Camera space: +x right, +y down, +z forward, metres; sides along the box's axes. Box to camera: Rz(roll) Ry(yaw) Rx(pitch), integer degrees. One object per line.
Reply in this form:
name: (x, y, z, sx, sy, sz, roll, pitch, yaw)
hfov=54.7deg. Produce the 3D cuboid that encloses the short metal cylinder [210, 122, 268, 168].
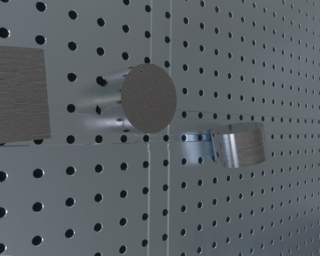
short metal cylinder: (0.121, 0.024, 0.476, 0.081, 0.080, 0.050, -18, 102, -39)

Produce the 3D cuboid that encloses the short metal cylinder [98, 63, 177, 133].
short metal cylinder: (-0.026, -0.034, 0.371, 0.081, 0.050, 0.079, 0, 90, -40)

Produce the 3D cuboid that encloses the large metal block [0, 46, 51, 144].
large metal block: (-0.147, -0.027, 0.270, 0.081, 0.050, 0.079, -6, 94, -40)
